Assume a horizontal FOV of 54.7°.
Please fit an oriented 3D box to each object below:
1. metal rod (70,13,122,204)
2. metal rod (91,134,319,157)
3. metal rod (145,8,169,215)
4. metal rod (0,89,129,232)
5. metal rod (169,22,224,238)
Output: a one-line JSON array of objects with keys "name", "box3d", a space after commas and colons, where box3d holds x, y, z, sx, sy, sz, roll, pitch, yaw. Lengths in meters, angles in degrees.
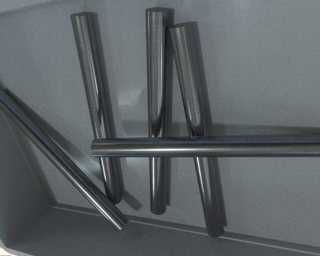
[{"name": "metal rod", "box3d": [-0.086, -0.008, 0.446, 0.025, 0.025, 0.298, 10, 123, 22]}, {"name": "metal rod", "box3d": [0.059, 0.022, 0.360, 0.301, 0.025, 0.025, -2, 118, 18]}, {"name": "metal rod", "box3d": [-0.003, 0.001, 0.409, 0.025, 0.025, 0.298, 13, 124, 20]}, {"name": "metal rod", "box3d": [-0.164, 0.050, 0.503, 0.300, 0.025, 0.025, 45, 129, 4]}, {"name": "metal rod", "box3d": [0.052, 0.022, 0.393, 0.025, 0.025, 0.298, 1, 119, 27]}]
